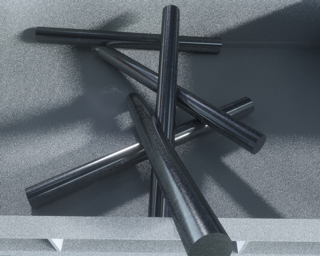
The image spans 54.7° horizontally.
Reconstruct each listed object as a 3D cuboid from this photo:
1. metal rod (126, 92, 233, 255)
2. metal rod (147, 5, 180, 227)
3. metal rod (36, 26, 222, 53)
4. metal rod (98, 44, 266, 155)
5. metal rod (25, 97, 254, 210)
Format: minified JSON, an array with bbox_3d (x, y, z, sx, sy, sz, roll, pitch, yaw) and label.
[{"bbox_3d":[-0.005,0.014,0.303,0.025,0.025,0.300,-11,23,-9],"label":"metal rod"},{"bbox_3d":[0.008,-0.034,0.385,0.025,0.025,0.299,3,65,2],"label":"metal rod"},{"bbox_3d":[-0.049,-0.146,0.515,0.302,0.025,0.025,3,50,-3],"label":"metal rod"},{"bbox_3d":[0.009,-0.054,0.426,0.025,0.025,0.300,-35,51,-26],"label":"metal rod"},{"bbox_3d":[-0.010,0.023,0.385,0.302,0.025,0.025,-22,54,-18],"label":"metal rod"}]
